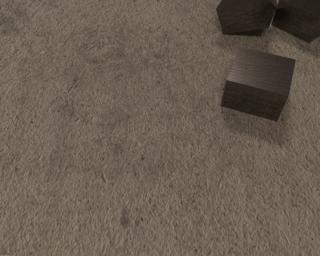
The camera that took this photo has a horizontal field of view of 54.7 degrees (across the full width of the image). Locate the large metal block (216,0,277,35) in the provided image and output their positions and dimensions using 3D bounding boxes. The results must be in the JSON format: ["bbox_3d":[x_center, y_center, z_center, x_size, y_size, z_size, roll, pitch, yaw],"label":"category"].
[{"bbox_3d":[0.156,-0.215,0.551,0.080,0.050,0.080,2,45,33],"label":"large metal block"}]

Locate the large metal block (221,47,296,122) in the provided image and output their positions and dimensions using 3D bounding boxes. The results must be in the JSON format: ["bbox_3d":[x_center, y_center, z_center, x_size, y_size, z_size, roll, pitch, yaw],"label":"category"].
[{"bbox_3d":[0.140,-0.064,0.443,0.080,0.050,0.080,17,52,13],"label":"large metal block"}]

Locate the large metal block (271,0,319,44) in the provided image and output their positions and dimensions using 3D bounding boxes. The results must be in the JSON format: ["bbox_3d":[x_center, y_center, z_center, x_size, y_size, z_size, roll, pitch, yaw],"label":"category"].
[{"bbox_3d":[0.268,-0.209,0.566,0.080,0.050,0.080,-34,58,-26],"label":"large metal block"}]
